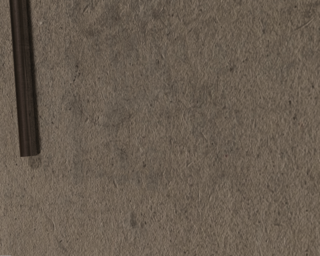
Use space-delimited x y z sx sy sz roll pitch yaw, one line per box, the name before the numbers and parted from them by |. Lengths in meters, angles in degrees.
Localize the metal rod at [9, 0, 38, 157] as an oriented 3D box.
metal rod | -0.215 -0.105 0.482 0.025 0.025 0.298 -5 88 19
